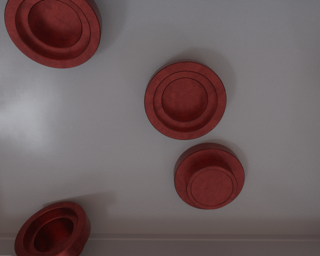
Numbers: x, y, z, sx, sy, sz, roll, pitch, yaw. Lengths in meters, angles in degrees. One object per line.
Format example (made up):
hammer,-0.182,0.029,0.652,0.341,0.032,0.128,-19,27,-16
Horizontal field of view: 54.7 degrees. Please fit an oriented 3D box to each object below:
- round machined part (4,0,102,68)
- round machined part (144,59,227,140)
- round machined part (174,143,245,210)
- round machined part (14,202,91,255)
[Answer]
round machined part,-0.114,-0.119,0.345,0.099,0.042,0.097,-2,133,-2
round machined part,0.030,-0.038,0.389,0.099,0.042,0.097,0,110,-1
round machined part,0.069,0.073,0.430,0.099,0.042,0.097,0,110,-1
round machined part,-0.143,0.153,0.429,0.099,0.098,0.042,-13,123,4
